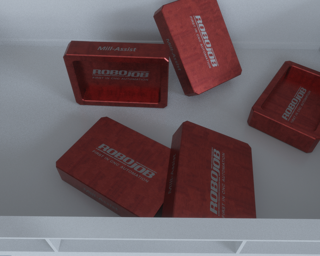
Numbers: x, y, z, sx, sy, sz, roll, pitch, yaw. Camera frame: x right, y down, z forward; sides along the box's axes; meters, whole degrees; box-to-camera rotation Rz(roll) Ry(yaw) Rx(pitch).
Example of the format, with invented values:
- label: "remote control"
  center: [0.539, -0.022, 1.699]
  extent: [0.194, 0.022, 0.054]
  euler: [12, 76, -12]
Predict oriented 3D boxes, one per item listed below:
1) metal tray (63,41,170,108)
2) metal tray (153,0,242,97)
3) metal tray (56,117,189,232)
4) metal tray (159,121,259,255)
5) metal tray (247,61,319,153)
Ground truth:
- label: "metal tray"
  center: [-0.054, -0.070, 0.421]
  extent: [0.131, 0.089, 0.030]
  euler: [2, 50, 1]
- label: "metal tray"
  center: [0.057, -0.122, 0.451]
  extent: [0.091, 0.129, 0.030]
  euler: [-27, 11, -21]
- label: "metal tray"
  center: [-0.041, 0.048, 0.361]
  extent: [0.130, 0.030, 0.090]
  euler: [26, 54, 20]
- label: "metal tray"
  center: [0.054, 0.062, 0.329]
  extent: [0.091, 0.030, 0.130]
  euler: [20, 49, -13]
- label: "metal tray"
  center: [0.192, -0.035, 0.433]
  extent: [0.090, 0.030, 0.131]
  euler: [29, 55, 21]
